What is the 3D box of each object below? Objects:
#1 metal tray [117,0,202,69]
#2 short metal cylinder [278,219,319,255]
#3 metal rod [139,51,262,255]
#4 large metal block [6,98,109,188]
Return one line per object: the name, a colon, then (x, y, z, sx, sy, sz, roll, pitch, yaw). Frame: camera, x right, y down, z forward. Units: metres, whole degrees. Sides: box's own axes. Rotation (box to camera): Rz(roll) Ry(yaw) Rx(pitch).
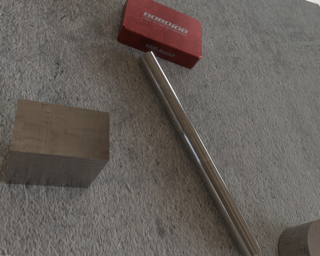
metal tray: (0.003, -0.156, 0.497, 0.131, 0.030, 0.090, 17, 55, -19)
short metal cylinder: (0.200, 0.163, 0.396, 0.081, 0.050, 0.080, 14, 56, -21)
metal rod: (0.046, 0.023, 0.413, 0.025, 0.025, 0.299, -15, 70, -34)
large metal block: (-0.100, 0.020, 0.302, 0.081, 0.080, 0.050, 9, 58, -24)
